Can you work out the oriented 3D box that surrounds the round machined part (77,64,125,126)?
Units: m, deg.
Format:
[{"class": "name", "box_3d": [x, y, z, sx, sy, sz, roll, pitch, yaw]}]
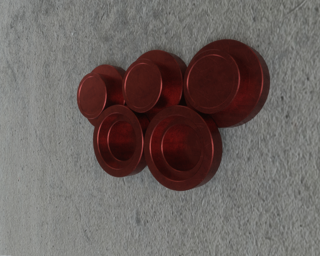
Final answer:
[{"class": "round machined part", "box_3d": [-0.087, -0.047, 0.465, 0.098, 0.042, 0.097, 0, 90, 39]}]

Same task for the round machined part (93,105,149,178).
[{"class": "round machined part", "box_3d": [-0.045, 0.017, 0.430, 0.098, 0.042, 0.097, 0, 90, 39]}]

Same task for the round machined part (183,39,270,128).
[{"class": "round machined part", "box_3d": [0.065, -0.049, 0.341, 0.098, 0.042, 0.097, 0, 90, 39]}]

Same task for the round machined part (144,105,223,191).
[{"class": "round machined part", "box_3d": [0.031, 0.023, 0.368, 0.098, 0.042, 0.097, 0, 90, 39]}]

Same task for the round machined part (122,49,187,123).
[{"class": "round machined part", "box_3d": [-0.011, -0.053, 0.403, 0.098, 0.042, 0.097, 0, 90, 39]}]
